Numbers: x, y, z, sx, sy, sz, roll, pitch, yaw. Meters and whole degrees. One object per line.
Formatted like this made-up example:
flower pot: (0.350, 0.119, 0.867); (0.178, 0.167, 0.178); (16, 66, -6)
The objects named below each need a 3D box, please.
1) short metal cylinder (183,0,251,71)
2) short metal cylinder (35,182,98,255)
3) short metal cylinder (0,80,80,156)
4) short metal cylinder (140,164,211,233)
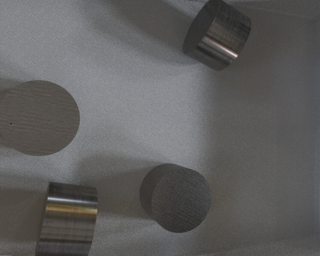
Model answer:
short metal cylinder: (0.073, -0.122, 0.408); (0.050, 0.080, 0.080); (24, 82, -19)
short metal cylinder: (-0.104, 0.103, 0.343); (0.050, 0.080, 0.080); (12, 86, -20)
short metal cylinder: (-0.134, -0.010, 0.348); (0.081, 0.050, 0.080); (0, 90, -20)
short metal cylinder: (0.019, 0.089, 0.404); (0.081, 0.050, 0.080); (0, 90, -20)
